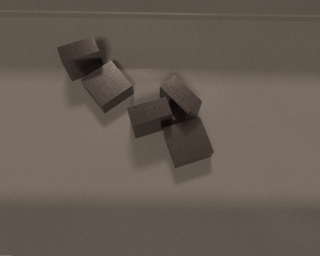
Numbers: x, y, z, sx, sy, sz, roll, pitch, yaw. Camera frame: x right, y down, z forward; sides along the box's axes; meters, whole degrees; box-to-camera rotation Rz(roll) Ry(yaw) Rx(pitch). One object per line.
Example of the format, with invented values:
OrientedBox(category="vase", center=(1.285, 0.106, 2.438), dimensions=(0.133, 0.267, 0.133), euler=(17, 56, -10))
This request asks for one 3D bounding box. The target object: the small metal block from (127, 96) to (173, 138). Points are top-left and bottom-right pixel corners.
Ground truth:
OrientedBox(category="small metal block", center=(-0.013, -0.012, 0.401), dimensions=(0.050, 0.050, 0.025), euler=(-17, 71, -6))

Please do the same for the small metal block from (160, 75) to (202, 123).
OrientedBox(category="small metal block", center=(0.026, -0.034, 0.409), dimensions=(0.025, 0.050, 0.050), euler=(-41, 75, -13))

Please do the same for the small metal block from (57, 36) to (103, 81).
OrientedBox(category="small metal block", center=(-0.108, -0.095, 0.430), dimensions=(0.050, 0.050, 0.025), euler=(-20, 72, -8))

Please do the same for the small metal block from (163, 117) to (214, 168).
OrientedBox(category="small metal block", center=(0.036, 0.019, 0.403), dimensions=(0.050, 0.025, 0.050), euler=(-17, 71, -7))

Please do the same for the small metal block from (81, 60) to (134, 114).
OrientedBox(category="small metal block", center=(-0.072, -0.057, 0.430), dimensions=(0.050, 0.025, 0.050), euler=(-36, 74, -13))
